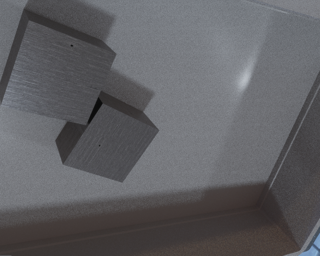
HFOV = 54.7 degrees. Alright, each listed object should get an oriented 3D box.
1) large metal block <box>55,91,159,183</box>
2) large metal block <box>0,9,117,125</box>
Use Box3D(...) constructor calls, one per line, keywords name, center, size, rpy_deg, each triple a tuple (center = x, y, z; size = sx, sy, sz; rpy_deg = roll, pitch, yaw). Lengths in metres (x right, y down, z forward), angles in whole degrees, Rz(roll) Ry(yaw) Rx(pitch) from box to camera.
Box3D(name="large metal block", center=(-0.063, 0.009, 0.365), size=(0.080, 0.050, 0.080), rpy_deg=(26, 104, -38))
Box3D(name="large metal block", center=(-0.101, -0.057, 0.303), size=(0.081, 0.050, 0.080), rpy_deg=(15, 111, -35))
